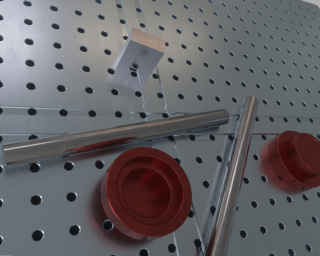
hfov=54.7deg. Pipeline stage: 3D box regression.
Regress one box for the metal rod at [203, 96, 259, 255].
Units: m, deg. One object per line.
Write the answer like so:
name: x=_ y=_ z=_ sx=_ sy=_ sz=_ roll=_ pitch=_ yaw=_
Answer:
metal rod: x=0.101 y=0.063 z=0.423 sx=0.025 sy=0.025 sz=0.301 roll=32 pitch=52 yaw=-8

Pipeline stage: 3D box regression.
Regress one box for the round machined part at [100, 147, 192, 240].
round machined part: x=-0.018 y=0.074 z=0.343 sx=0.099 sy=0.042 sz=0.098 roll=14 pitch=56 yaw=-21

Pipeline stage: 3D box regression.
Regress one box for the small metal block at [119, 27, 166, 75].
small metal block: x=-0.026 y=-0.109 z=0.444 sx=0.050 sy=0.050 sz=0.025 roll=17 pitch=55 yaw=-18

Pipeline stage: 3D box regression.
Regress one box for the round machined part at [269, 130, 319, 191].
round machined part: x=0.226 y=0.046 z=0.490 sx=0.099 sy=0.042 sz=0.098 roll=14 pitch=56 yaw=-21

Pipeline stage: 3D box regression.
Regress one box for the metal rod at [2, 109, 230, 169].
metal rod: x=-0.029 y=0.006 z=0.388 sx=0.303 sy=0.025 sz=0.025 roll=-10 pitch=67 yaw=-33
